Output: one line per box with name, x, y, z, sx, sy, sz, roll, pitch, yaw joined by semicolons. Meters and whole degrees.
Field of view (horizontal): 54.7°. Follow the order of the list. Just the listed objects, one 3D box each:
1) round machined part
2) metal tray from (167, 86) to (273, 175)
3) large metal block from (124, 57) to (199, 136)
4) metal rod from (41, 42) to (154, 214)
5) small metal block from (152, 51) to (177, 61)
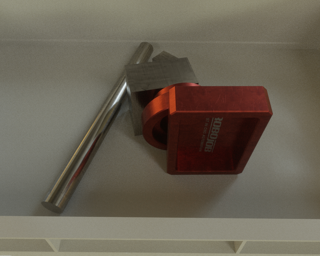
round machined part;0.027;-0.015;0.360;0.099;0.098;0.042;-5;56;-5
metal tray;0.054;0.009;0.329;0.091;0.129;0.030;0;57;-1
large metal block;0.001;-0.040;0.403;0.081;0.080;0.050;-9;51;-8
metal rod;-0.069;-0.024;0.424;0.025;0.025;0.300;14;51;11
small metal block;0.016;-0.077;0.454;0.050;0.050;0.025;34;58;24
